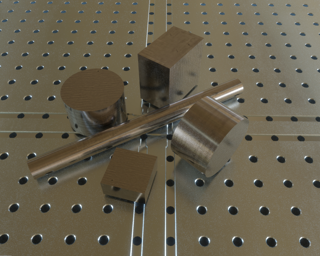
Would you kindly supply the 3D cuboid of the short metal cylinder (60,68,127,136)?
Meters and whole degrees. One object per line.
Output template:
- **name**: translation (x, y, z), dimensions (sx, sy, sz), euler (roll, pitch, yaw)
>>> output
- **short metal cylinder**: translation (-0.086, -0.035, 0.415), dimensions (0.081, 0.050, 0.080), euler (0, 50, 0)

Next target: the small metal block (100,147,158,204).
- **small metal block**: translation (-0.034, 0.054, 0.357), dimensions (0.050, 0.025, 0.050), euler (12, 51, 9)

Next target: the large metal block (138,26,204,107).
- **large metal block**: translation (0.016, -0.083, 0.437), dimensions (0.050, 0.080, 0.080), euler (29, 56, 22)

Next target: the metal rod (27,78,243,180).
- **metal rod**: translation (-0.018, -0.006, 0.408), dimensions (0.302, 0.025, 0.025), euler (-23, 54, -18)

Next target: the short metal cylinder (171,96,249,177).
- **short metal cylinder**: translation (0.058, 0.010, 0.359), dimensions (0.050, 0.080, 0.080), euler (36, 59, 26)
